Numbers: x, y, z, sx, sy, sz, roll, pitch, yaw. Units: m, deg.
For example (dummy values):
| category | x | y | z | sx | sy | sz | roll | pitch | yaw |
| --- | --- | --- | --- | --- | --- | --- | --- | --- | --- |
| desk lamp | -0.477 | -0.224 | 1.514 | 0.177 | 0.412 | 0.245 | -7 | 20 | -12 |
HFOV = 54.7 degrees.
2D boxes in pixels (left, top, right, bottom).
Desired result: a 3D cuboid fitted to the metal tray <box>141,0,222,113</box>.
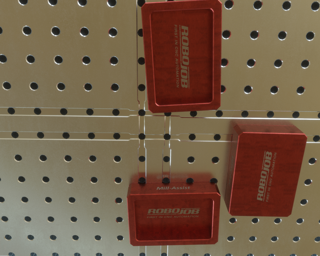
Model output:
| category | x | y | z | sx | sy | sz | roll | pitch | yaw |
| --- | --- | --- | --- | --- | --- | --- | --- | --- | --- |
| metal tray | 0.027 | -0.086 | 0.379 | 0.091 | 0.030 | 0.129 | -3 | 110 | 0 |

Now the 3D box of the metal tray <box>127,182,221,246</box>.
| category | x | y | z | sx | sy | sz | roll | pitch | yaw |
| --- | --- | --- | --- | --- | --- | --- | --- | --- | --- |
| metal tray | 0.020 | 0.128 | 0.458 | 0.131 | 0.030 | 0.089 | -1 | 110 | 0 |

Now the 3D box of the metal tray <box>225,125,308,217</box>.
| category | x | y | z | sx | sy | sz | roll | pitch | yaw |
| --- | --- | --- | --- | --- | --- | --- | --- | --- | --- |
| metal tray | 0.145 | 0.062 | 0.436 | 0.091 | 0.030 | 0.129 | 1 | 110 | -1 |
